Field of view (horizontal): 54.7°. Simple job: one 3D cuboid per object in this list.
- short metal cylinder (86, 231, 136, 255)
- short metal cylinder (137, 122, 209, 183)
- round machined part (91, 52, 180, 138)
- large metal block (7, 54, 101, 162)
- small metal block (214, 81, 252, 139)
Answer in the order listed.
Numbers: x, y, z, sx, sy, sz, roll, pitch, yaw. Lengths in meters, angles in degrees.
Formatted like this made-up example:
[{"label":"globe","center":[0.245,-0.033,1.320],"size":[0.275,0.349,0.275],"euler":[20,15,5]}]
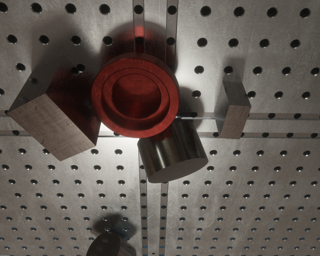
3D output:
[{"label":"short metal cylinder","center":[-0.092,0.242,0.581],"size":[0.080,0.080,0.050],"euler":[-26,126,20]},{"label":"short metal cylinder","center":[0.016,0.033,0.402],"size":[0.081,0.050,0.080],"euler":[-16,157,-7]},{"label":"round machined part","center":[-0.026,-0.040,0.358],"size":[0.099,0.042,0.097],"euler":[2,120,3]},{"label":"large metal block","center":[-0.112,-0.023,0.354],"size":[0.050,0.080,0.080],"euler":[-23,127,18]},{"label":"small metal block","center":[0.087,-0.022,0.378],"size":[0.025,0.050,0.050],"euler":[4,130,-4]}]
